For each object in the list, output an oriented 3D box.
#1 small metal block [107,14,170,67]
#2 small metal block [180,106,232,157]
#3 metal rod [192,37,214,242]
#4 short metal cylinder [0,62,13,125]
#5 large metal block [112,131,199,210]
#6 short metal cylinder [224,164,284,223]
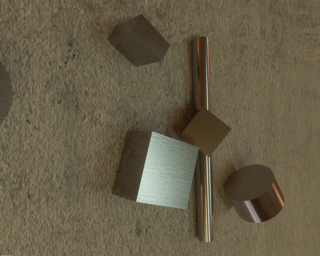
[{"bbox_3d":[-0.025,-0.102,0.369,0.050,0.050,0.025,40,66,-33],"label":"small metal block"},{"bbox_3d":[0.063,0.005,0.435,0.050,0.025,0.050,38,90,-2],"label":"small metal block"},{"bbox_3d":[0.064,0.017,0.460,0.025,0.025,0.298,-3,92,-40],"label":"metal rod"},{"bbox_3d":[-0.168,-0.028,0.248,0.081,0.050,0.079,0,90,-40],"label":"short metal cylinder"},{"bbox_3d":[-0.004,0.053,0.387,0.080,0.050,0.080,21,77,-39],"label":"large metal block"},{"bbox_3d":[0.152,0.104,0.500,0.080,0.080,0.050,-46,118,-30],"label":"short metal cylinder"}]
